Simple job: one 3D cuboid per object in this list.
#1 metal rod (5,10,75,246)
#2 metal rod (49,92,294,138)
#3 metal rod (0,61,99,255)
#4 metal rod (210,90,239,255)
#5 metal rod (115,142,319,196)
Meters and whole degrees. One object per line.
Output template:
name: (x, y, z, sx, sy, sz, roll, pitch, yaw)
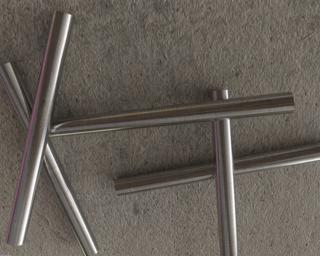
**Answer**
metal rod: (-0.152, 0.008, 0.386, 0.025, 0.025, 0.298, 15, 100, -6)
metal rod: (0.004, -0.015, 0.383, 0.301, 0.025, 0.025, -6, 110, 10)
metal rod: (-0.148, 0.056, 0.428, 0.025, 0.025, 0.298, -15, 110, 5)
metal rod: (0.088, 0.100, 0.409, 0.025, 0.025, 0.298, -5, 96, 1)
metal rod: (0.087, 0.057, 0.431, 0.302, 0.025, 0.025, -11, 110, 3)
